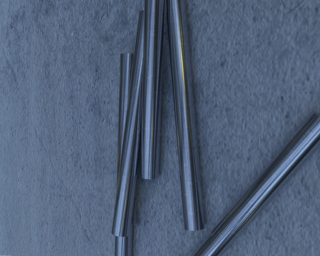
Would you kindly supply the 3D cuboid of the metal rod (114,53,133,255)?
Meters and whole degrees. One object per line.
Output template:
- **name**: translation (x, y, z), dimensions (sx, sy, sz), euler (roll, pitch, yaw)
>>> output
- **metal rod**: translation (-0.049, 0.046, 0.442), dimensions (0.025, 0.025, 0.298), euler (3, 92, 39)

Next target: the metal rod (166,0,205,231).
- **metal rod**: translation (0.030, -0.029, 0.378), dimensions (0.025, 0.025, 0.298), euler (-8, 85, 39)

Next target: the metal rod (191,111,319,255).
- **metal rod**: translation (0.078, 0.109, 0.339), dimensions (0.025, 0.025, 0.298), euler (46, 117, 30)

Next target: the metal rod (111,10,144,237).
- **metal rod**: translation (-0.034, -0.006, 0.417), dimensions (0.025, 0.025, 0.298), euler (8, 91, 39)

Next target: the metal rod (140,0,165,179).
- **metal rod**: translation (-0.009, -0.082, 0.392), dimensions (0.025, 0.025, 0.298), euler (9, 101, 39)
